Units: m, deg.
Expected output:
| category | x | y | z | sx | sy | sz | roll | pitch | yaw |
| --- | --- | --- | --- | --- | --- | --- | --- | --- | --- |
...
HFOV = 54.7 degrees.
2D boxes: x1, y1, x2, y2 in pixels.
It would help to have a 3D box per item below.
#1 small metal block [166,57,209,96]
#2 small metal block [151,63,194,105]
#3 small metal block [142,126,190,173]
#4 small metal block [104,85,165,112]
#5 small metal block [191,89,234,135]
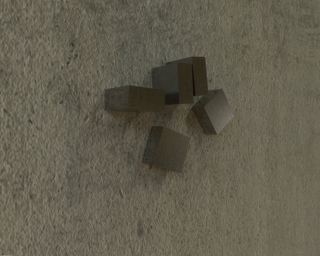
| category | x | y | z | sx | sy | sz | roll | pitch | yaw |
| --- | --- | --- | --- | --- | --- | --- | --- | --- | --- |
| small metal block | 0.036 | -0.067 | 0.418 | 0.025 | 0.050 | 0.050 | -10 | 97 | -40 |
| small metal block | 0.016 | -0.055 | 0.401 | 0.025 | 0.050 | 0.050 | -5 | 94 | -40 |
| small metal block | 0.009 | 0.029 | 0.412 | 0.050 | 0.025 | 0.050 | 23 | 75 | -38 |
| small metal block | -0.030 | -0.032 | 0.363 | 0.050 | 0.050 | 0.025 | 2 | 89 | -40 |
| small metal block | 0.082 | -0.025 | 0.473 | 0.050 | 0.025 | 0.050 | -44 | 116 | -31 |
